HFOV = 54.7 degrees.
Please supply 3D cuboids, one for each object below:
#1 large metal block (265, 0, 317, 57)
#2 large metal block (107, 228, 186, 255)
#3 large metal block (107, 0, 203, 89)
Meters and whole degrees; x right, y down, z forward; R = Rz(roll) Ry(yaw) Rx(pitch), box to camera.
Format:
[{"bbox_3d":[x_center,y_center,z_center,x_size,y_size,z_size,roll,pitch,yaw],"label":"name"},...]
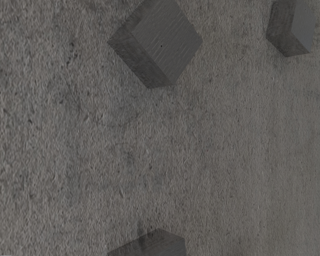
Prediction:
[{"bbox_3d":[0.256,-0.196,0.602,0.080,0.050,0.080,25,74,-37],"label":"large metal block"},{"bbox_3d":[-0.011,0.182,0.379,0.081,0.050,0.079,-13,98,-39],"label":"large metal block"},{"bbox_3d":[-0.004,-0.107,0.385,0.080,0.050,0.080,48,62,-30],"label":"large metal block"}]
